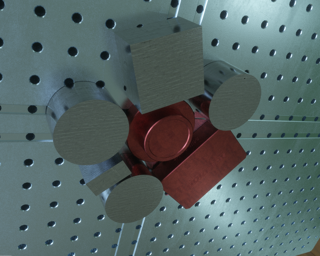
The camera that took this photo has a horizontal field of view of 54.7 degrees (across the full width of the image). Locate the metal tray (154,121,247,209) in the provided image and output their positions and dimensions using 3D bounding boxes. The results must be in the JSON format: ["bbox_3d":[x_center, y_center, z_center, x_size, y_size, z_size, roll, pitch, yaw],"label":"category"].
[{"bbox_3d":[0.062,0.055,0.475,0.130,0.030,0.090,-42,129,0],"label":"metal tray"}]

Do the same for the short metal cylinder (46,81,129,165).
[{"bbox_3d":[-0.081,-0.005,0.346,0.081,0.050,0.079,-14,124,-21],"label":"short metal cylinder"}]

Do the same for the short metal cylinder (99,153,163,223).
[{"bbox_3d":[-0.042,0.081,0.421,0.081,0.050,0.079,-14,124,-21],"label":"short metal cylinder"}]

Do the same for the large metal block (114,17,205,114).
[{"bbox_3d":[0.001,-0.072,0.351,0.081,0.050,0.079,-20,126,-17],"label":"large metal block"}]

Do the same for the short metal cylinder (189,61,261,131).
[{"bbox_3d":[0.086,-0.043,0.414,0.081,0.050,0.079,-14,124,-21],"label":"short metal cylinder"}]

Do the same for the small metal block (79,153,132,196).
[{"bbox_3d":[-0.070,0.048,0.385,0.050,0.050,0.025,-33,129,-7],"label":"small metal block"}]

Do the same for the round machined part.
[{"bbox_3d":[0.003,0.004,0.404,0.099,0.042,0.097,-14,124,-21],"label":"round machined part"}]
